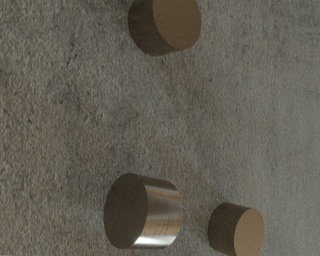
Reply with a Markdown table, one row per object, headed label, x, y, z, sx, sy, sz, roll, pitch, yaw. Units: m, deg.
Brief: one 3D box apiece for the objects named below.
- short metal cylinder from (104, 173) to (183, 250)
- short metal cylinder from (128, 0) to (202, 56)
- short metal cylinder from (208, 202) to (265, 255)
| label | x | y | z | sx | sy | sz | roll | pitch | yaw |
| --- | --- | --- | --- | --- | --- | --- | --- | --- | --- |
| short metal cylinder | -0.020 | 0.095 | 0.352 | 0.050 | 0.080 | 0.080 | 20 | 78 | -39 |
| short metal cylinder | 0.007 | -0.135 | 0.393 | 0.081 | 0.050 | 0.080 | 0 | 90 | -40 |
| short metal cylinder | 0.121 | 0.163 | 0.490 | 0.081 | 0.050 | 0.080 | 0 | 90 | -40 |
